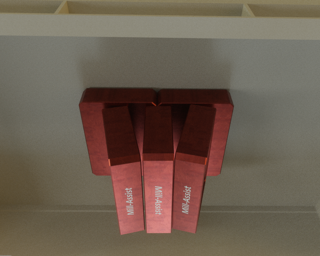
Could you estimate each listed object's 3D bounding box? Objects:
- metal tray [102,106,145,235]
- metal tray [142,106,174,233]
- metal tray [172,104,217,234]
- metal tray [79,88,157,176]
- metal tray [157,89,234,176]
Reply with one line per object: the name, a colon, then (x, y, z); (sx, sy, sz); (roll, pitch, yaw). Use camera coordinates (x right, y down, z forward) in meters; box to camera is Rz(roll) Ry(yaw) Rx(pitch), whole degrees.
metal tray: (-0.042, 0.051, 0.364); (0.030, 0.090, 0.129); (-8, 131, -10)
metal tray: (-0.002, 0.050, 0.366); (0.030, 0.090, 0.129); (0, 128, 0)
metal tray: (0.039, 0.049, 0.364); (0.030, 0.090, 0.129); (9, 131, 11)
metal tray: (-0.050, 0.010, 0.410); (0.091, 0.030, 0.129); (0, 130, -1)
metal tray: (0.041, 0.010, 0.413); (0.091, 0.030, 0.129); (0, 130, -1)
